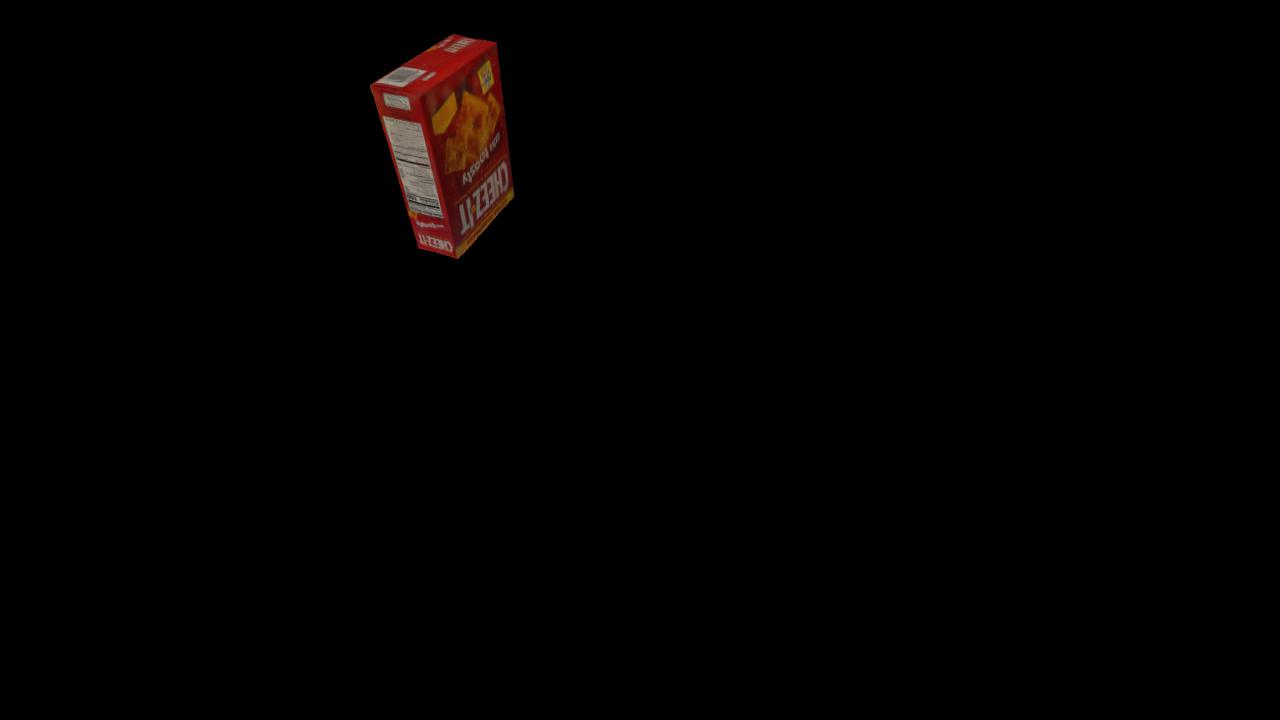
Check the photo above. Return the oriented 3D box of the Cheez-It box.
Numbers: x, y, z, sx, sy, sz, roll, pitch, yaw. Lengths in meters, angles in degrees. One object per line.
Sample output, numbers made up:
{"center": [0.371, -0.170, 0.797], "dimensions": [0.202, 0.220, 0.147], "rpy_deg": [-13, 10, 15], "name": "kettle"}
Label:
{"center": [-0.235, -0.266, 0.781], "dimensions": [0.071, 0.166, 0.223], "rpy_deg": [17, -41, 12], "name": "Cheez-It box"}
